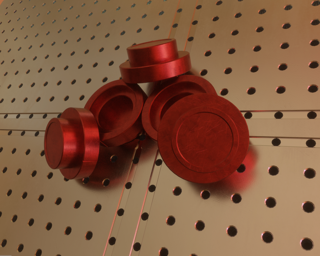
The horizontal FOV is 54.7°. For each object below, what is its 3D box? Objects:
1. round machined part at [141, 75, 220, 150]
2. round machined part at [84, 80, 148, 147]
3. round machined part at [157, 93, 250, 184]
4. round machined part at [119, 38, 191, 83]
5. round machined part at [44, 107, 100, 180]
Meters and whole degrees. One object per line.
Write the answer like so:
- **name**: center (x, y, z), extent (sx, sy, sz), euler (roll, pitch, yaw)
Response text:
- **round machined part**: center (0.030, -0.015, 0.390), extent (0.098, 0.042, 0.098), euler (-13, 56, 20)
- **round machined part**: center (-0.058, -0.017, 0.435), extent (0.098, 0.042, 0.098), euler (-13, 56, 20)
- **round machined part**: center (0.046, 0.011, 0.331), extent (0.099, 0.042, 0.097), euler (0, 91, 3)
- **round machined part**: center (-0.008, -0.096, 0.426), extent (0.099, 0.042, 0.098), euler (-10, 21, 4)
- **round machined part**: center (-0.124, 0.021, 0.418), extent (0.098, 0.042, 0.097), euler (-3, 86, 50)
